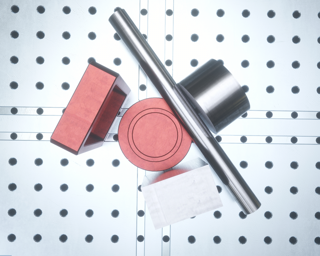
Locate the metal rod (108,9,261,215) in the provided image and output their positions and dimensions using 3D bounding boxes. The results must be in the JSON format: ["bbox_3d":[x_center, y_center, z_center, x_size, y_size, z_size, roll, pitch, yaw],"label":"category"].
[{"bbox_3d":[0.032,-0.020,0.393,0.025,0.025,0.299,-35,90,0],"label":"metal rod"}]

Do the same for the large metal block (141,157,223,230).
[{"bbox_3d":[0.024,0.077,0.386,0.080,0.080,0.050,-19,90,0],"label":"large metal block"}]

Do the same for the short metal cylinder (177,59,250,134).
[{"bbox_3d":[0.066,-0.039,0.386,0.050,0.080,0.080,-37,90,0],"label":"short metal cylinder"}]

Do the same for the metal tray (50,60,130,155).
[{"bbox_3d":[-0.073,-0.020,0.360,0.030,0.130,0.090,27,90,0],"label":"metal tray"}]

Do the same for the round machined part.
[{"bbox_3d":[-0.006,0.009,0.404,0.099,0.042,0.097,0,90,-1],"label":"round machined part"}]
